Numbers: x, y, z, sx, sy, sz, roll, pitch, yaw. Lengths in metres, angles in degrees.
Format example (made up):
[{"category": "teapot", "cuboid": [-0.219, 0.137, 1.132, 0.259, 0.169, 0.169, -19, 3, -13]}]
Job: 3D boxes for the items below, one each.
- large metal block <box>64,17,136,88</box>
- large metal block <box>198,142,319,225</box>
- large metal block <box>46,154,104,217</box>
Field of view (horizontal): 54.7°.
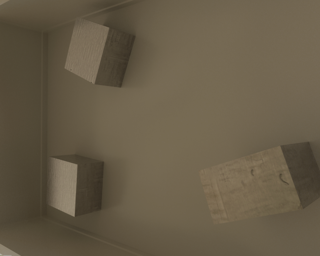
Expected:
[{"category": "large metal block", "cuboid": [-0.092, -0.114, 0.467, 0.080, 0.050, 0.079, 29, 108, 36]}, {"category": "large metal block", "cuboid": [0.097, 0.050, 0.291, 0.080, 0.081, 0.050, -25, 75, 37]}, {"category": "large metal block", "cuboid": [-0.140, 0.090, 0.506, 0.080, 0.050, 0.079, 7, 94, 40]}]
